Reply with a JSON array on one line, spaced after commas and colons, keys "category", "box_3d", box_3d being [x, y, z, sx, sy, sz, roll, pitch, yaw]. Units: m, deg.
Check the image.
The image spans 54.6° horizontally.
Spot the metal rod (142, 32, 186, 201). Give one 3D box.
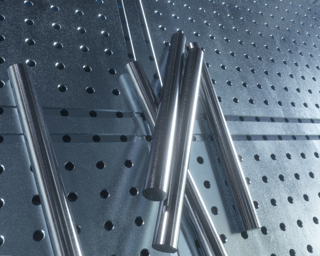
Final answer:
[{"category": "metal rod", "box_3d": [0.013, -0.041, 0.410, 0.025, 0.025, 0.300, 24, 44, -14]}]

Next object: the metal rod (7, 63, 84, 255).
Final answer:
[{"category": "metal rod", "box_3d": [-0.109, 0.063, 0.311, 0.025, 0.025, 0.299, -10, 67, -32]}]

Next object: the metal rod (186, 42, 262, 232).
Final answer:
[{"category": "metal rod", "box_3d": [0.085, -0.003, 0.455, 0.025, 0.025, 0.299, 1, 61, -28]}]

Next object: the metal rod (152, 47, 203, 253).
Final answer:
[{"category": "metal rod", "box_3d": [0.030, 0.000, 0.391, 0.025, 0.025, 0.300, 24, 51, -14]}]

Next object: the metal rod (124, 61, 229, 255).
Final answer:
[{"category": "metal rod", "box_3d": [0.019, 0.042, 0.391, 0.025, 0.025, 0.299, -11, 67, -33]}]
